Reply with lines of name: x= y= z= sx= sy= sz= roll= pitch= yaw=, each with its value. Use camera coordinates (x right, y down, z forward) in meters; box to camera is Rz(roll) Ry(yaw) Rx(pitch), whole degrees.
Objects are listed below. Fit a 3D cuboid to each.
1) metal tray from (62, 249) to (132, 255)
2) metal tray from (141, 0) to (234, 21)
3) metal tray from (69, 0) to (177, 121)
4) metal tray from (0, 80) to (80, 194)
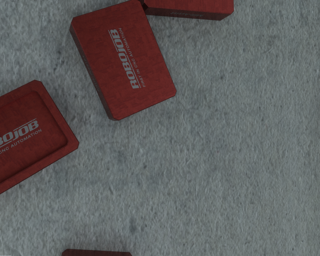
metal tray: x=-0.084 y=0.219 z=0.376 sx=0.091 sy=0.030 sz=0.129 roll=12 pitch=86 yaw=-20
metal tray: x=0.035 y=-0.199 z=0.420 sx=0.131 sy=0.030 sz=0.089 roll=-3 pitch=91 yaw=-20
metal tray: x=-0.045 y=-0.084 z=0.390 sx=0.091 sy=0.030 sz=0.129 roll=-26 pitch=99 yaw=-19
metal tray: x=-0.170 y=0.016 z=0.343 sx=0.131 sy=0.030 sz=0.090 roll=-32 pitch=101 yaw=-18
